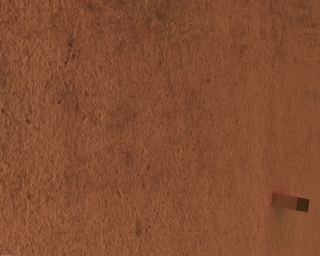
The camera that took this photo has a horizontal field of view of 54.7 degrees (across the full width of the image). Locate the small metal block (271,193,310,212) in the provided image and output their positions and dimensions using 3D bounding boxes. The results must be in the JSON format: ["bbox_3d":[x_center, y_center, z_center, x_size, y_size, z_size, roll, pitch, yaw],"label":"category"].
[{"bbox_3d":[0.256,0.146,0.607,0.050,0.050,0.025,17,79,-39],"label":"small metal block"}]
